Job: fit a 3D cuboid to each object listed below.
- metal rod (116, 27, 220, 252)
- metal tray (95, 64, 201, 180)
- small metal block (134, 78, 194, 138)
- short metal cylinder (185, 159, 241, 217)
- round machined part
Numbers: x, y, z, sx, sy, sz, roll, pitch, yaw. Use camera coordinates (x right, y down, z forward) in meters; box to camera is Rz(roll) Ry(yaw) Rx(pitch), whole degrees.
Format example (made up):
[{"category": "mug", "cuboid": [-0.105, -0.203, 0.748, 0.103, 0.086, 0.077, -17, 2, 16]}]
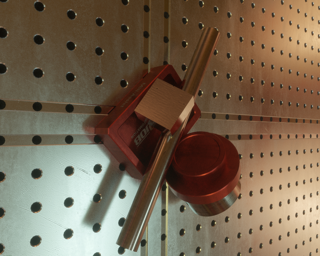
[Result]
[{"category": "metal rod", "cuboid": [0.017, 0.000, 0.386, 0.025, 0.025, 0.300, 35, 68, -35]}, {"category": "metal tray", "cuboid": [-0.009, -0.009, 0.399, 0.130, 0.030, 0.090, -51, 120, -28]}, {"category": "small metal block", "cuboid": [0.006, -0.024, 0.371, 0.050, 0.050, 0.025, -56, 161, -14]}, {"category": "short metal cylinder", "cuboid": [0.064, 0.074, 0.428, 0.080, 0.080, 0.050, -51, 121, -28]}, {"category": "round machined part", "cuboid": [0.051, 0.043, 0.393, 0.098, 0.098, 0.042, -54, 144, -27]}]
